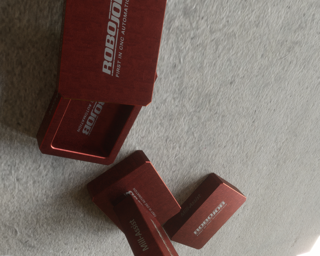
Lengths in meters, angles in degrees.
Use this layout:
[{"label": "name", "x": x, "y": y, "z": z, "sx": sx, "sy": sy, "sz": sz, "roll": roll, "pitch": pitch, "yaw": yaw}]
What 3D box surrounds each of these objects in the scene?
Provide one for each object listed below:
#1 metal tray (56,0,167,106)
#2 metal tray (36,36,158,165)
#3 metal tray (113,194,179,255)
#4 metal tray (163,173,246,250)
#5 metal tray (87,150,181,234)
[{"label": "metal tray", "x": -0.046, "y": -0.090, "z": 0.297, "sx": 0.091, "sy": 0.030, "sz": 0.129, "roll": 4, "pitch": 102, "yaw": -24}, {"label": "metal tray", "x": -0.071, "y": -0.025, "z": 0.350, "sx": 0.091, "sy": 0.030, "sz": 0.129, "roll": 17, "pitch": 110, "yaw": -35}, {"label": "metal tray", "x": -0.006, "y": 0.154, "z": 0.393, "sx": 0.030, "sy": 0.130, "sz": 0.090, "roll": -37, "pitch": 130, "yaw": -4}, {"label": "metal tray", "x": 0.080, "y": 0.148, "z": 0.541, "sx": 0.130, "sy": 0.030, "sz": 0.090, "roll": -50, "pitch": 129, "yaw": 7}, {"label": "metal tray", "x": -0.033, "y": 0.103, "z": 0.451, "sx": 0.090, "sy": 0.030, "sz": 0.130, "roll": -34, "pitch": 129, "yaw": -6}]
